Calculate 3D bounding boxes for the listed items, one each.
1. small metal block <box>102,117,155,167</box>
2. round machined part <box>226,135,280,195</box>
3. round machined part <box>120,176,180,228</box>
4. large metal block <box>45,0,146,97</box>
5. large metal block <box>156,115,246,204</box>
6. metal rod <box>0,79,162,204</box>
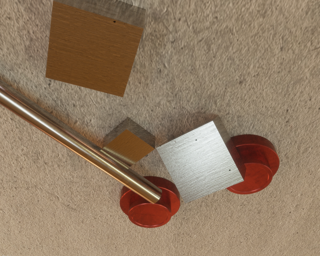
[{"bbox_3d":[-0.042,0.020,0.424,0.050,0.025,0.050,-37,121,27],"label":"small metal block"},{"bbox_3d":[0.123,0.059,0.448,0.099,0.042,0.097,0,130,0],"label":"round machined part"},{"bbox_3d":[-0.016,0.126,0.503,0.099,0.042,0.097,0,130,0],"label":"round machined part"},{"bbox_3d":[-0.065,-0.087,0.316,0.081,0.050,0.079,14,129,-12],"label":"large metal block"},{"bbox_3d":[0.055,0.039,0.401,0.080,0.050,0.080,-27,91,21],"label":"large metal block"},{"bbox_3d":[-0.115,0.015,0.402,0.301,0.025,0.025,38,120,-22],"label":"metal rod"}]
